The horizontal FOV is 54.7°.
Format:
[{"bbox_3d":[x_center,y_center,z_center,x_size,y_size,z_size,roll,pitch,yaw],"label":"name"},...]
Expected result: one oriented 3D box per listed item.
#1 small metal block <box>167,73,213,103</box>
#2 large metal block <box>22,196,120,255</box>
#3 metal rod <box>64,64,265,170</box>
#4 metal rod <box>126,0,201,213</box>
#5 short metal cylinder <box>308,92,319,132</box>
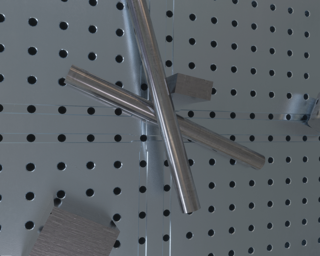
[{"bbox_3d":[0.035,-0.052,0.412,0.050,0.050,0.025,10,87,-20],"label":"small metal block"},{"bbox_3d":[-0.105,0.137,0.361,0.080,0.050,0.080,28,81,-18],"label":"large metal block"},{"bbox_3d":[0.020,-0.007,0.420,0.302,0.025,0.025,24,82,-19],"label":"metal rod"},{"bbox_3d":[0.000,-0.044,0.389,0.025,0.025,0.298,-13,86,-20],"label":"metal rod"},{"bbox_3d":[0.284,-0.020,0.488,0.080,0.080,0.050,27,81,-18],"label":"short metal cylinder"}]
